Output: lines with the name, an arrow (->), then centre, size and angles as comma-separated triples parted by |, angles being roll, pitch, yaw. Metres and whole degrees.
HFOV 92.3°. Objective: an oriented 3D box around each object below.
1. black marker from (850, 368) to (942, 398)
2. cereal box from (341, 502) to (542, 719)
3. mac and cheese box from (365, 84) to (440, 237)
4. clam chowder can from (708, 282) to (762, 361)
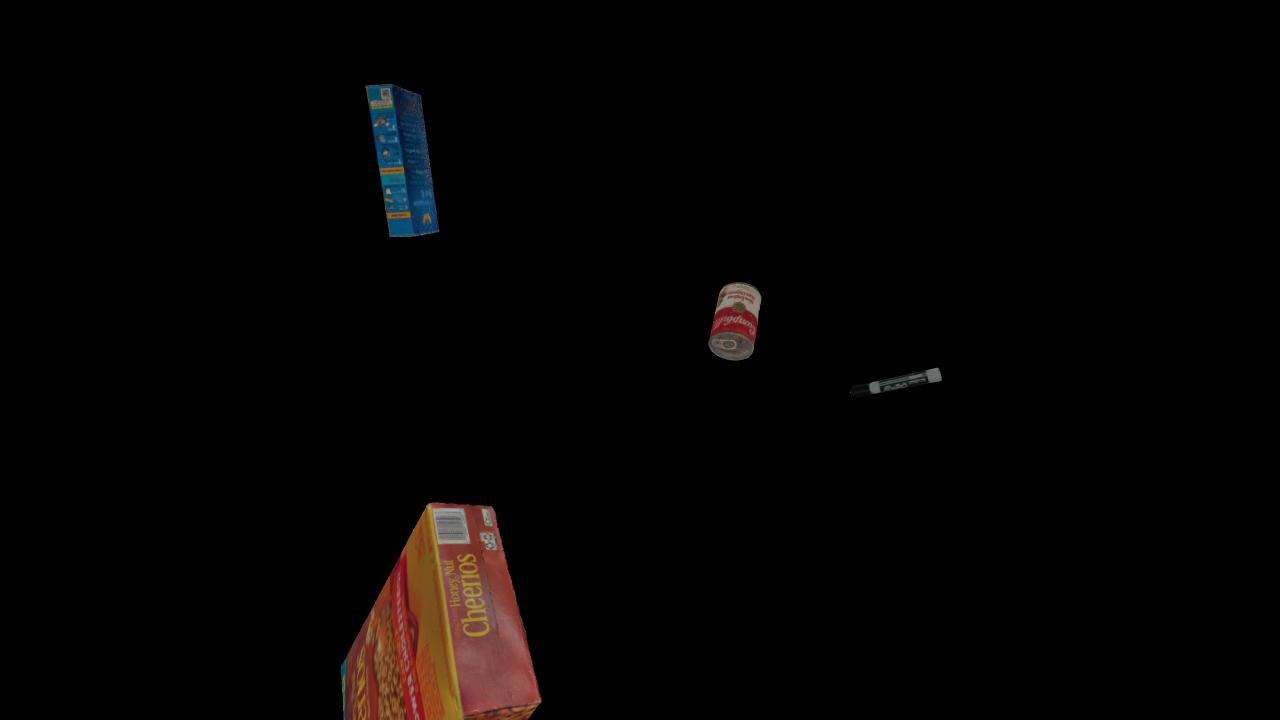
black marker -> 0.357, 0.033, 0.864 | 0.121, 0.020, 0.020 | -16, -8, 30
cereal box -> -0.215, 0.317, 0.605 | 0.081, 0.306, 0.203 | 13, 34, -36
mac and cheese box -> -0.312, -0.260, 0.818 | 0.041, 0.184, 0.093 | -2, 15, 3
clam chowder can -> 0.145, -0.059, 0.932 | 0.068, 0.102, 0.068 | 11, -34, 8
